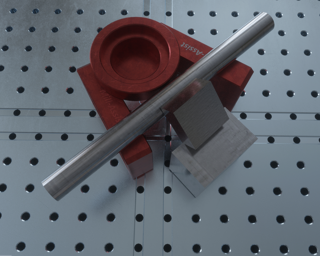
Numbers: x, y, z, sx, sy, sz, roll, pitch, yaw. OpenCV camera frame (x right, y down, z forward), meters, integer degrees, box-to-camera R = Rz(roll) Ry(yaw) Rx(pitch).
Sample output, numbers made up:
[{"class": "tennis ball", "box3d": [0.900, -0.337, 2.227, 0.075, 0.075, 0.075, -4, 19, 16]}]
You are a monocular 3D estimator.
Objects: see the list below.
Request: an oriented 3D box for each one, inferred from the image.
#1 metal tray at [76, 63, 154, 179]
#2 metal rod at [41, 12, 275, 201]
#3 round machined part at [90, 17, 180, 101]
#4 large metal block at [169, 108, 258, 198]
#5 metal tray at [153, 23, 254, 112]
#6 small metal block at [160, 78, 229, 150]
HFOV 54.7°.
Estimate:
[{"class": "metal tray", "box3d": [-0.053, -0.008, 0.379, 0.030, 0.090, 0.130, -28, 73, -10]}, {"class": "metal rod", "box3d": [0.010, -0.032, 0.328, 0.301, 0.025, 0.025, -39, 75, -13]}, {"class": "round machined part", "box3d": [-0.027, -0.075, 0.357, 0.099, 0.042, 0.098, 0, 70, -1]}, {"class": "large metal block", "box3d": [0.059, 0.032, 0.368, 0.080, 0.080, 0.050, -40, 75, -13]}, {"class": "metal tray", "box3d": [0.046, -0.073, 0.403, 0.130, 0.090, 0.030, 30, 74, 10]}, {"class": "small metal block", "box3d": [0.037, -0.015, 0.317, 0.050, 0.050, 0.025, -41, 31, -14]}]
